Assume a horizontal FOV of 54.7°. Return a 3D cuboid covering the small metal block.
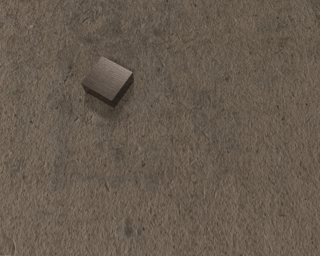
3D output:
[{"bbox_3d":[-0.072,-0.064,0.431,0.050,0.025,0.050,30,72,10],"label":"small metal block"}]
